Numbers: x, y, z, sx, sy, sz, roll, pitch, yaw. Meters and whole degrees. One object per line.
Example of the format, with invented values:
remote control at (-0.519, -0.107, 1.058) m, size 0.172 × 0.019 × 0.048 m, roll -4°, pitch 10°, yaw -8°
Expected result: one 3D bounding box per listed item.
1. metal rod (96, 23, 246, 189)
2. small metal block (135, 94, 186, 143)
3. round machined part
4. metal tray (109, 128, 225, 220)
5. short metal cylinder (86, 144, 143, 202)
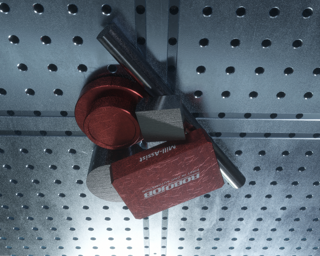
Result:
metal rod at (0.032, -0.009, 0.400) m, size 0.025 × 0.025 × 0.300 m, roll -29°, pitch 125°, yaw 22°
small metal block at (0.003, -0.010, 0.367) m, size 0.050 × 0.025 × 0.050 m, roll -4°, pitch 133°, yaw 10°
round machined part at (-0.057, -0.011, 0.384) m, size 0.099 × 0.042 × 0.097 m, roll 0°, pitch 130°, yaw 1°
metal tray at (0.012, 0.063, 0.407) m, size 0.131 × 0.030 × 0.090 m, roll -22°, pitch 128°, yaw 1°
short metal cylinder at (-0.060, 0.061, 0.441) m, size 0.081 × 0.050 × 0.079 m, roll 0°, pitch 130°, yaw 0°
